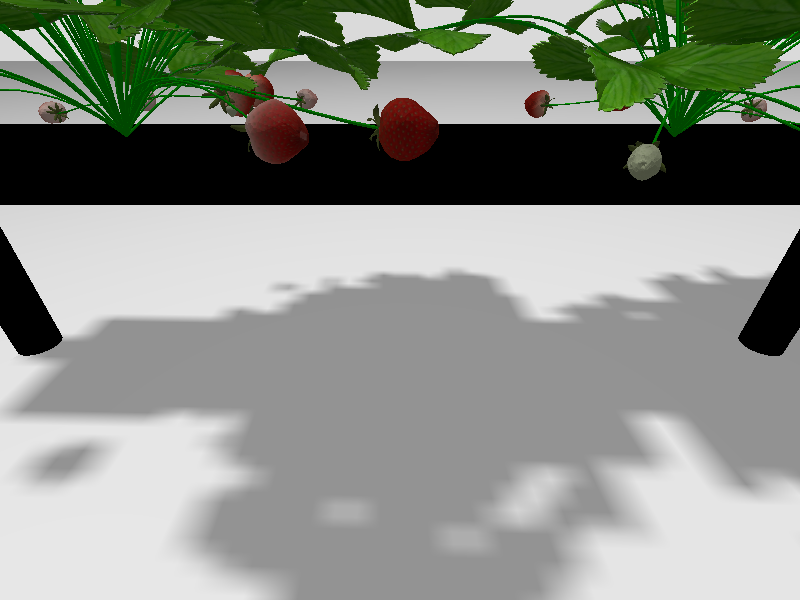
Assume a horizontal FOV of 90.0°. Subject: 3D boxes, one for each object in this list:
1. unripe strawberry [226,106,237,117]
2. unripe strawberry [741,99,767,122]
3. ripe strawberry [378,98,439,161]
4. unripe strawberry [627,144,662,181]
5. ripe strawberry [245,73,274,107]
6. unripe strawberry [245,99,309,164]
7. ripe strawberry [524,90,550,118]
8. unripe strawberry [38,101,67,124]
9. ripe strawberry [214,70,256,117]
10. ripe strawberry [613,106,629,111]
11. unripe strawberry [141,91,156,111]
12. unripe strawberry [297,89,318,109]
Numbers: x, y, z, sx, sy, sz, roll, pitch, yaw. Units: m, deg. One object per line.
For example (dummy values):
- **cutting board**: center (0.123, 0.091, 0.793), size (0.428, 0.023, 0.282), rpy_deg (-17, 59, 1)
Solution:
- **unripe strawberry**: center (-0.171, -0.192, 0.408), size (0.010, 0.011, 0.011), rpy_deg (16, 36, 24)
- **unripe strawberry**: center (0.338, -0.179, 0.381), size (0.019, 0.020, 0.018), rpy_deg (2, 26, -36)
- **ripe strawberry**: center (0.006, -0.109, 0.257), size (0.038, 0.037, 0.035), rpy_deg (10, 34, 15)
- **unripe strawberry**: center (0.130, -0.073, 0.213), size (0.016, 0.018, 0.018), rpy_deg (21, 52, 30)
- **ripe strawberry**: center (-0.166, -0.245, 0.467), size (0.043, 0.037, 0.043), rpy_deg (10, 33, 16)
- **unripe strawberry**: center (-0.073, -0.102, 0.246), size (0.038, 0.037, 0.035), rpy_deg (18, 36, 25)
- **ripe strawberry**: center (0.140, -0.202, 0.411), size (0.022, 0.025, 0.024), rpy_deg (-23, 38, -32)
- **unripe strawberry**: center (-0.327, -0.177, 0.377), size (0.022, 0.019, 0.022), rpy_deg (18, 36, 26)
- **ripe strawberry**: center (-0.172, -0.220, 0.427), size (0.042, 0.044, 0.046), rpy_deg (12, 34, 19)
- **ripe strawberry**: center (0.257, -0.246, 0.468), size (0.043, 0.045, 0.046), rpy_deg (5, 32, 9)
- **unripe strawberry**: center (-0.290, -0.228, 0.455), size (0.024, 0.025, 0.026), rpy_deg (-13, 18, -19)
- **unripe strawberry**: center (-0.107, -0.233, 0.464), size (0.024, 0.021, 0.022), rpy_deg (21, 37, 29)
